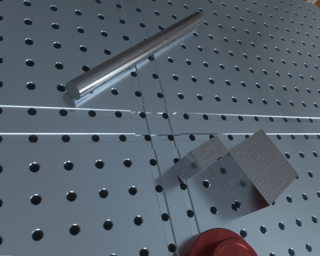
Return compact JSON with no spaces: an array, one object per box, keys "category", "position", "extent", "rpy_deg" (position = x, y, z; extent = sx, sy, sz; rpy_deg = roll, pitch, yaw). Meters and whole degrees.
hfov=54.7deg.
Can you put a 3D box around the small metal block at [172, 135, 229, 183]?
[{"category":"small metal block","position":[0.051,0.040,0.395],"extent":[0.050,0.050,0.025],"rpy_deg":[-26,77,-37]}]

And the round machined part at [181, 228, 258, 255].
[{"category":"round machined part","position":[0.074,0.159,0.340],"extent":[0.099,0.042,0.098],"rpy_deg":[14,56,-21]}]

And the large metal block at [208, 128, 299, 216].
[{"category":"large metal block","position":[0.128,0.059,0.425],"extent":[0.081,0.050,0.080],"rpy_deg":[-28,77,-37]}]

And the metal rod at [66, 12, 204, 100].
[{"category":"metal rod","position":[-0.018,-0.123,0.473],"extent":[0.025,0.025,0.302],"rpy_deg":[46,51,3]}]
